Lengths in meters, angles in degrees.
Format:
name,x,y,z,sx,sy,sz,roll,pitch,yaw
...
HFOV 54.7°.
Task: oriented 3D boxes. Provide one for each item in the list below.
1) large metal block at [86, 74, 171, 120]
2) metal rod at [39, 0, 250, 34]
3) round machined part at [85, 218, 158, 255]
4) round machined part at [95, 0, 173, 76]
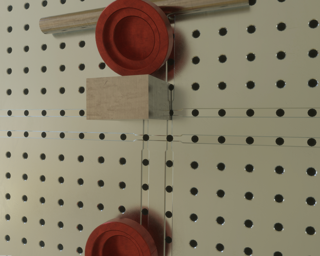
name,x,y,z,sx,sy,sz,roll,pitch,yaw
large metal block,-0.037,-0.035,0.396,0.080,0.080,0.050,0,90,20
metal rod,-0.035,-0.159,0.424,0.301,0.025,0.025,-1,90,19
round machined part,-0.048,0.170,0.421,0.098,0.042,0.097,0,90,20
round machined part,-0.030,-0.117,0.402,0.098,0.042,0.097,7,115,16
